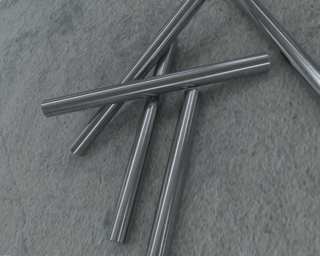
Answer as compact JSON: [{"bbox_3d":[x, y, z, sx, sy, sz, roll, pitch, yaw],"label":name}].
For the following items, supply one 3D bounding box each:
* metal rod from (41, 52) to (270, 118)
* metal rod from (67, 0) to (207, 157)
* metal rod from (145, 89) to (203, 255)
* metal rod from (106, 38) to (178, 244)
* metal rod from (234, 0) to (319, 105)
[{"bbox_3d":[-0.013,-0.054,0.409,0.301,0.025,0.025,-11,57,9],"label":"metal rod"},{"bbox_3d":[-0.029,-0.083,0.441,0.299,0.025,0.025,-51,52,2],"label":"metal rod"},{"bbox_3d":[0.009,0.088,0.344,0.025,0.025,0.300,1,62,28],"label":"metal rod"},{"bbox_3d":[-0.016,-0.003,0.412,0.025,0.025,0.300,0,61,28],"label":"metal rod"},{"bbox_3d":[0.151,-0.114,0.394,0.025,0.025,0.299,-28,52,10],"label":"metal rod"}]
